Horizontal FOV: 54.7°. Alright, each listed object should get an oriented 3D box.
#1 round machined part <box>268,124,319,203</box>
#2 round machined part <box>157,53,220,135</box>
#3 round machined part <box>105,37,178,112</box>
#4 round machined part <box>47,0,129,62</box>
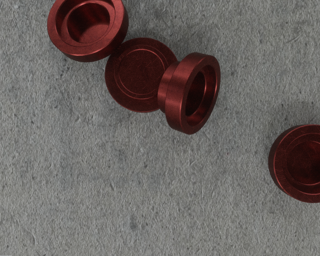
[{"bbox_3d":[0.189,0.044,0.403,0.099,0.042,0.097,0,90,0],"label":"round machined part"},{"bbox_3d":[0.033,-0.044,0.380,0.042,0.098,0.098,21,90,29],"label":"round machined part"},{"bbox_3d":[-0.022,-0.069,0.401,0.099,0.042,0.097,0,90,0],"label":"round machined part"},{"bbox_3d":[-0.087,-0.128,0.392,0.098,0.042,0.098,-2,77,10],"label":"round machined part"}]
